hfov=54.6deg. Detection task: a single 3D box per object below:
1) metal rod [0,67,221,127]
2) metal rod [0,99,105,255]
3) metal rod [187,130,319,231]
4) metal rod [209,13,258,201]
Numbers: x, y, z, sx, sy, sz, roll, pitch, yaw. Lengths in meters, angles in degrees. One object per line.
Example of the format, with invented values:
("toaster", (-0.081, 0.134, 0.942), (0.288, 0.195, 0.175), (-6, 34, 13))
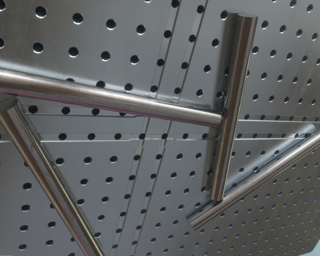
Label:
("metal rod", (-0.048, -0.031, 0.365), (0.302, 0.025, 0.025), (8, 114, -32))
("metal rod", (-0.126, 0.094, 0.400), (0.025, 0.025, 0.299), (-24, 127, -13))
("metal rod", (0.181, 0.092, 0.565), (0.301, 0.025, 0.025), (-32, 129, -8))
("metal rod", (0.103, -0.011, 0.459), (0.025, 0.025, 0.298), (-11, 123, -22))
